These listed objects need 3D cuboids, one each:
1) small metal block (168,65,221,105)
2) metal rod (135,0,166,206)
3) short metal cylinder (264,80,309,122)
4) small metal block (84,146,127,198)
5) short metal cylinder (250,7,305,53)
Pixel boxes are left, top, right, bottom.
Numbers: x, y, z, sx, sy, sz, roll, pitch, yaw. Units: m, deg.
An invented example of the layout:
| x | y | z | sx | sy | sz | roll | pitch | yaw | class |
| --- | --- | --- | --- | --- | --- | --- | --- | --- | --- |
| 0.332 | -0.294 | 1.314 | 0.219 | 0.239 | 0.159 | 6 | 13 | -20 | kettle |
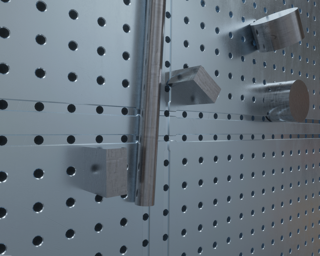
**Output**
| x | y | z | sx | sy | sz | roll | pitch | yaw | class |
| --- | --- | --- | --- | --- | --- | --- | --- | --- | --- |
| 0.048 | -0.058 | 0.433 | 0.050 | 0.050 | 0.025 | 41 | 65 | -32 | small metal block |
| -0.011 | -0.052 | 0.399 | 0.025 | 0.025 | 0.298 | 5 | 87 | -40 | metal rod |
| 0.245 | -0.051 | 0.598 | 0.081 | 0.050 | 0.080 | 0 | 90 | -40 | short metal cylinder |
| -0.061 | 0.046 | 0.342 | 0.025 | 0.050 | 0.050 | -1 | 91 | -40 | small metal block |
| 0.206 | -0.172 | 0.545 | 0.080 | 0.080 | 0.050 | -36 | 112 | -34 | short metal cylinder |
